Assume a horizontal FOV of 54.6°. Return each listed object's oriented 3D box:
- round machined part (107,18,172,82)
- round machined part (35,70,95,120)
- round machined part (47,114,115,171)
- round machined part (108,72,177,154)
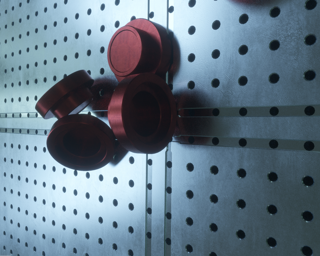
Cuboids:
[{"bbox_3d":[-0.035,-0.102,0.429,0.098,0.042,0.097,0,90,40],"label":"round machined part"},{"bbox_3d":[-0.142,-0.044,0.488,0.098,0.098,0.042,-38,94,34],"label":"round machined part"},{"bbox_3d":[-0.117,0.017,0.473,0.098,0.098,0.042,-47,26,30],"label":"round machined part"},{"bbox_3d":[-0.025,-0.017,0.384,0.042,0.099,0.097,-1,89,40],"label":"round machined part"}]
